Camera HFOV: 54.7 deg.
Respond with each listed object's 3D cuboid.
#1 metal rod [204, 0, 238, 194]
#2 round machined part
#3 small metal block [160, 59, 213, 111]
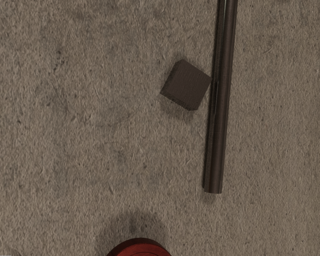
[{"bbox_3d":[0.088,-0.058,0.442,0.025,0.025,0.298,6,88,-20],"label":"metal rod"},{"bbox_3d":[-0.031,0.187,0.390,0.099,0.042,0.097,0,90,-21],"label":"round machined part"},{"bbox_3d":[0.036,-0.058,0.423,0.050,0.025,0.050,30,80,-18],"label":"small metal block"}]
